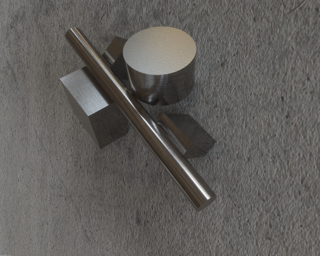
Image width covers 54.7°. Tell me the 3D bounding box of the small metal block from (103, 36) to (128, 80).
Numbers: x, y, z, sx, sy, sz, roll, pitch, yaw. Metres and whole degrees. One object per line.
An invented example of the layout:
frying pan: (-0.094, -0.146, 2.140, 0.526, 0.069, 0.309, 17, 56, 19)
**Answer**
small metal block: (-0.051, -0.095, 0.430, 0.050, 0.050, 0.025, -46, 63, 30)

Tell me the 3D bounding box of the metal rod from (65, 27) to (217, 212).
metal rod: (-0.038, -0.029, 0.371, 0.300, 0.025, 0.025, 51, 120, 27)

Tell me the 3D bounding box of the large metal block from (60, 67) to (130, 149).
large metal block: (-0.090, -0.030, 0.439, 0.080, 0.050, 0.080, 48, 159, 28)

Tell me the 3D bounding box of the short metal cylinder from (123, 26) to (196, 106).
short metal cylinder: (0.001, -0.072, 0.360, 0.080, 0.080, 0.050, 46, 159, 30)

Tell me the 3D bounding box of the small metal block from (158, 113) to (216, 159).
small metal block: (0.029, 0.009, 0.361, 0.050, 0.050, 0.025, 48, 119, 29)
